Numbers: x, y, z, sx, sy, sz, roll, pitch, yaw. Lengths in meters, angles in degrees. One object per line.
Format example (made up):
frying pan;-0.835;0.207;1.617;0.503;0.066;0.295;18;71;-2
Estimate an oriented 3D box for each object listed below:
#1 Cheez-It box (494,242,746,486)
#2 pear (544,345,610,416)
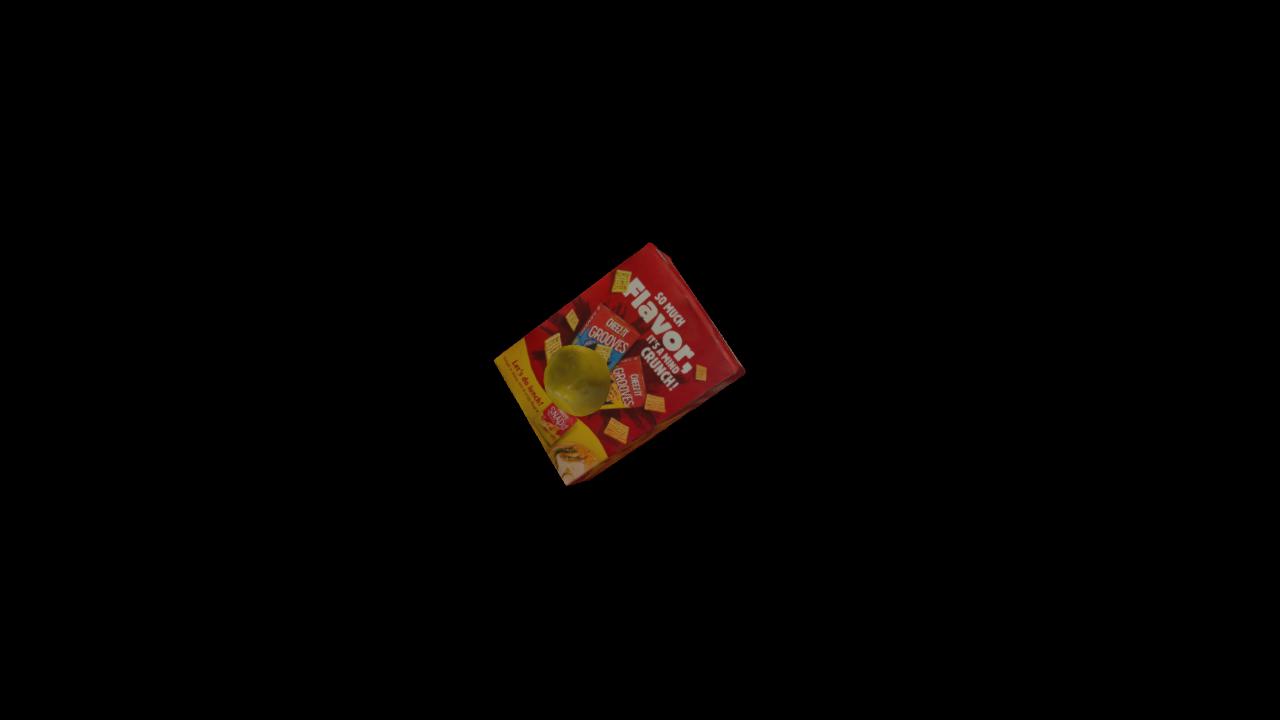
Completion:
Cheez-It box;-0.025;0.007;0.664;0.223;0.166;0.071;-36;-13;14
pear;-0.050;0.030;0.667;0.080;0.080;0.111;0;-20;39
